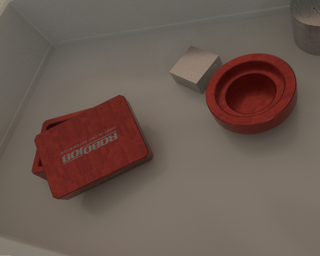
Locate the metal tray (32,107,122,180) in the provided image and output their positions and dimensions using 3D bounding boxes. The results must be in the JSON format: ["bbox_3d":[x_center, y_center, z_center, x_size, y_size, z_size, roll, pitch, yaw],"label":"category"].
[{"bbox_3d":[-0.117,0.020,0.449,0.130,0.030,0.090,-13,56,20],"label":"metal tray"}]

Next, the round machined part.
[{"bbox_3d":[0.107,-0.035,0.360,0.098,0.042,0.098,-13,56,20],"label":"round machined part"}]

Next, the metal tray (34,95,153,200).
[{"bbox_3d":[-0.086,0.025,0.401,0.130,0.030,0.090,-26,72,2],"label":"metal tray"}]

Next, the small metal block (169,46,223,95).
[{"bbox_3d":[0.050,-0.081,0.428,0.050,0.025,0.050,32,79,37],"label":"small metal block"}]

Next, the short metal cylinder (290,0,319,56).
[{"bbox_3d":[0.200,-0.133,0.366,0.080,0.050,0.080,-13,56,20],"label":"short metal cylinder"}]
